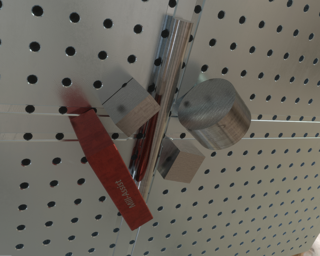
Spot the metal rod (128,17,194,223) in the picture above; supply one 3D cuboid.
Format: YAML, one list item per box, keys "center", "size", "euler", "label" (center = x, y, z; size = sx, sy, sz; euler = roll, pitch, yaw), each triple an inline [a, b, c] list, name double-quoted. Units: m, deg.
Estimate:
- center: [-0.008, 0.008, 0.413]
  size: [0.025, 0.025, 0.298]
  euler: [0, 119, -29]
  label: "metal rod"

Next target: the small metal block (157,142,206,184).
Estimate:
- center: [0.032, 0.053, 0.464]
  size: [0.050, 0.025, 0.050]
  euler: [16, 110, -35]
  label: "small metal block"

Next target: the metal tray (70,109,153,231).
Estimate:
- center: [-0.057, 0.051, 0.370]
  size: [0.030, 0.090, 0.129]
  euler: [-29, 129, -10]
  label: "metal tray"

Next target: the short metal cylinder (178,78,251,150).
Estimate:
- center: [0.071, -0.018, 0.405]
  size: [0.080, 0.080, 0.050]
  euler: [-44, 130, 2]
  label: "short metal cylinder"

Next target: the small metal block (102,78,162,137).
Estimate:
- center: [-0.034, -0.025, 0.361]
  size: [0.050, 0.050, 0.025]
  euler: [-41, 130, 0]
  label: "small metal block"
